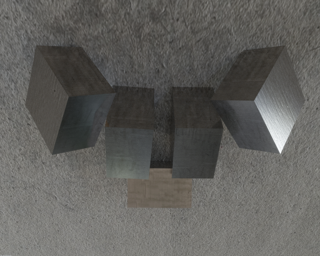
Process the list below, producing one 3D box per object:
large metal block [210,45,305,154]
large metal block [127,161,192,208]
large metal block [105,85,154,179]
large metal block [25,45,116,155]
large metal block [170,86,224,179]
[{"bbox_3d":[0.111,-0.031,0.340,0.050,0.080,0.080,6,143,46],"label":"large metal block"},{"bbox_3d":[-0.001,0.075,0.428,0.081,0.080,0.050,1,91,-1],"label":"large metal block"},{"bbox_3d":[-0.035,0.005,0.376,0.050,0.080,0.079,4,130,-4],"label":"large metal block"},{"bbox_3d":[-0.100,-0.031,0.333,0.050,0.080,0.079,-11,142,-41],"label":"large metal block"},{"bbox_3d":[0.040,0.005,0.378,0.050,0.080,0.079,1,130,-1],"label":"large metal block"}]
